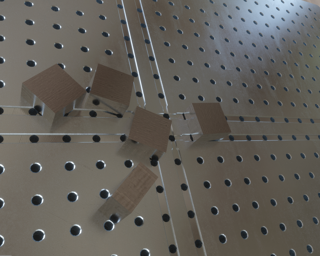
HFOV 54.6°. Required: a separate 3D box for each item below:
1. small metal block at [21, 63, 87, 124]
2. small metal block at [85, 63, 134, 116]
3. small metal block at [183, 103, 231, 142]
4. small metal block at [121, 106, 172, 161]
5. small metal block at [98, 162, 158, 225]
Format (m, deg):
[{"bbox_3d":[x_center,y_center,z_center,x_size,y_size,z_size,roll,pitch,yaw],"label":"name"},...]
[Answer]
[{"bbox_3d":[-0.125,-0.041,0.366,0.050,0.025,0.050,43,51,1],"label":"small metal block"},{"bbox_3d":[-0.064,-0.050,0.403,0.050,0.025,0.050,18,55,-18],"label":"small metal block"},{"bbox_3d":[0.068,-0.009,0.450,0.050,0.025,0.050,-3,63,-30],"label":"small metal block"},{"bbox_3d":[-0.016,0.007,0.395,0.050,0.025,0.050,22,53,-15],"label":"small metal block"},{"bbox_3d":[-0.034,0.070,0.331,0.025,0.050,0.050,41,51,0],"label":"small metal block"}]
